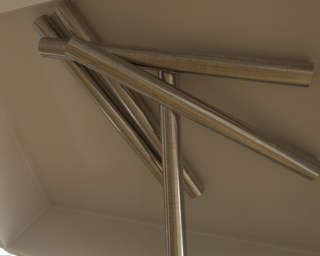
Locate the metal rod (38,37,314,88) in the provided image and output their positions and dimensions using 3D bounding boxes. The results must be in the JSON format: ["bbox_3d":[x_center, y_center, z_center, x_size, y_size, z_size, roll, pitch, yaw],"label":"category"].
[{"bbox_3d":[0.002,-0.075,0.340,0.301,0.025,0.025,9,123,15],"label":"metal rod"}]

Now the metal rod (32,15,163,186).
[{"bbox_3d":[-0.064,-0.023,0.426,0.025,0.025,0.300,-31,102,37],"label":"metal rod"}]

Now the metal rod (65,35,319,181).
[{"bbox_3d":[0.039,-0.020,0.339,0.301,0.025,0.025,27,128,-3],"label":"metal rod"}]

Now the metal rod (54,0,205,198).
[{"bbox_3d":[-0.033,-0.029,0.406,0.025,0.025,0.299,-27,104,37],"label":"metal rod"}]

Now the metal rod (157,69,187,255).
[{"bbox_3d":[0.017,0.081,0.370,0.025,0.025,0.298,-1,93,28],"label":"metal rod"}]
